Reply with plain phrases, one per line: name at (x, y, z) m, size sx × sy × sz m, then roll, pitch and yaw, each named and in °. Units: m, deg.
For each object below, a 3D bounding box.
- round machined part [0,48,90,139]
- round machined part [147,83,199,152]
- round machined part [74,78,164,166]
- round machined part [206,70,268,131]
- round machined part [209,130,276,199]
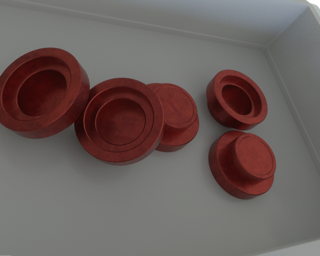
round machined part at (-0.121, -0.033, 0.330) m, size 0.098 × 0.042 × 0.098 m, roll -5°, pitch 65°, yaw 11°
round machined part at (0.010, -0.021, 0.412) m, size 0.099 × 0.042 × 0.098 m, roll 14°, pitch 56°, yaw -21°
round machined part at (-0.043, -0.005, 0.356) m, size 0.099 × 0.042 × 0.098 m, roll -1°, pitch 73°, yaw 3°
round machined part at (0.113, -0.039, 0.479) m, size 0.099 × 0.042 × 0.098 m, roll 14°, pitch 56°, yaw -21°
round machined part at (0.121, 0.046, 0.431) m, size 0.099 × 0.042 × 0.098 m, roll 14°, pitch 56°, yaw -21°
